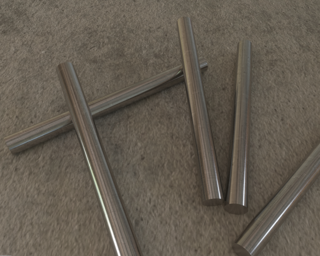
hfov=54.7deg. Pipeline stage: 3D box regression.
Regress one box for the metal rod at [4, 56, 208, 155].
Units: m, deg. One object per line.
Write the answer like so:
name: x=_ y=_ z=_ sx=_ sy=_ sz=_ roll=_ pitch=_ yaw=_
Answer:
metal rod: x=-0.060 y=-0.039 z=0.435 sx=0.302 sy=0.025 sz=0.025 roll=-26 pitch=55 yaw=-21

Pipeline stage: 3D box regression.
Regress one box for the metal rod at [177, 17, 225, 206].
metal rod: x=0.048 y=-0.044 z=0.418 sx=0.025 sy=0.025 sz=0.299 roll=-3 pitch=57 yaw=-3

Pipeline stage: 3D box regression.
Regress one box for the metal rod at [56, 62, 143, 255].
metal rod: x=-0.072 y=0.035 z=0.351 sx=0.025 sy=0.025 sz=0.299 roll=-18 pitch=59 yaw=-15

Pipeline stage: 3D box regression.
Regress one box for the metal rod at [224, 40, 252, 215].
metal rod: x=0.112 y=-0.026 z=0.425 sx=0.025 sy=0.025 sz=0.300 roll=9 pitch=50 yaw=7

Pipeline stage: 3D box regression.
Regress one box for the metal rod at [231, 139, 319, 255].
metal rod: x=0.186 y=0.041 z=0.371 sx=0.025 sy=0.025 sz=0.302 roll=38 pitch=59 yaw=27
